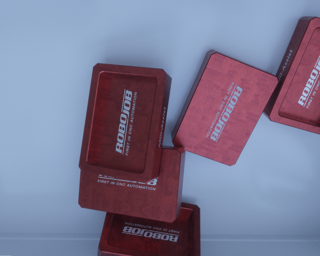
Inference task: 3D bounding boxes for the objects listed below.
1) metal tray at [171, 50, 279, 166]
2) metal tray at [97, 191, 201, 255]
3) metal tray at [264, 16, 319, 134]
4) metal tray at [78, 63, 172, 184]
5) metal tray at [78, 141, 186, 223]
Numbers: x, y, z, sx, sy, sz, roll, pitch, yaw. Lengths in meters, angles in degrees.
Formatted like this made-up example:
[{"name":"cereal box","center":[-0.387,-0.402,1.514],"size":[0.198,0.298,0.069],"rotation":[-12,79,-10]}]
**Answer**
[{"name":"metal tray","center":[0.080,-0.024,0.400],"size":[0.090,0.030,0.129],"rotation":[20,109,-8]},{"name":"metal tray","center":[-0.012,0.142,0.426],"size":[0.131,0.090,0.030],"rotation":[11,134,-4]},{"name":"metal tray","center":[0.196,-0.062,0.387],"size":[0.091,0.030,0.129],"rotation":[15,109,-6]},{"name":"metal tray","center":[-0.041,-0.007,0.369],"size":[0.090,0.030,0.129],"rotation":[8,89,14]},{"name":"metal tray","center":[-0.037,0.064,0.400],"size":[0.130,0.030,0.089],"rotation":[5,92,14]}]
